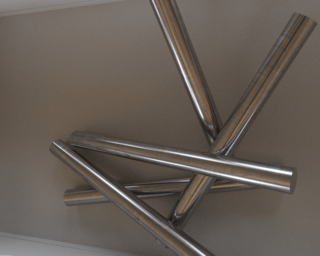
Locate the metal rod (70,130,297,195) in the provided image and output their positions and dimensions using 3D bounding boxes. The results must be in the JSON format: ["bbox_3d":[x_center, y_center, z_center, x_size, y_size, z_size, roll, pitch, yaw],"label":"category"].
[{"bbox_3d":[-0.001,0.032,0.366,0.300,0.025,0.025,8,93,35],"label":"metal rod"}]

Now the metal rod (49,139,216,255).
[{"bbox_3d":[-0.041,0.093,0.391,0.300,0.025,0.025,30,100,29],"label":"metal rod"}]

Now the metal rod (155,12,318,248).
[{"bbox_3d":[0.073,0.018,0.346,0.025,0.025,0.298,34,109,16],"label":"metal rod"}]

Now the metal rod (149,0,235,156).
[{"bbox_3d":[0.023,-0.085,0.331,0.025,0.025,0.299,-18,112,19],"label":"metal rod"}]

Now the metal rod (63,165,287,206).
[{"bbox_3d":[0.006,0.079,0.407,0.301,0.025,0.025,-10,87,19],"label":"metal rod"}]
